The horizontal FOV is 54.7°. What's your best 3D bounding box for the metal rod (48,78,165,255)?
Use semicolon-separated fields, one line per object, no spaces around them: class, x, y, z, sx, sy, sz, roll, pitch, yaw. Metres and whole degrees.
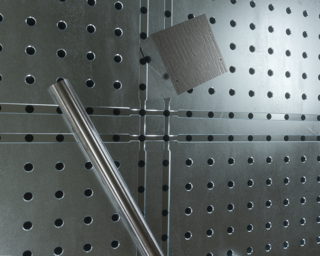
metal rod;-0.054;0.078;0.393;0.025;0.025;0.299;-30;100;-18

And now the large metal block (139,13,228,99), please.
large metal block;0.031;-0.093;0.412;0.081;0.050;0.080;-27;99;-18
